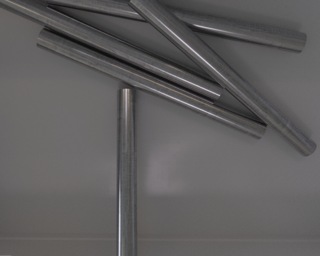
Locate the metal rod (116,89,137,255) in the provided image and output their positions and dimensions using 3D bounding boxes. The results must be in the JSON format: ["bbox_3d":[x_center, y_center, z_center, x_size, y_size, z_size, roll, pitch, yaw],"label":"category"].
[{"bbox_3d":[-0.040,0.101,0.376,0.025,0.025,0.298,-1,82,0],"label":"metal rod"}]

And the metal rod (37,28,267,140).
[{"bbox_3d":[-0.003,-0.052,0.391,0.302,0.025,0.025,22,109,-8],"label":"metal rod"}]

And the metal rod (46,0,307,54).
[{"bbox_3d":[0.022,-0.128,0.363,0.302,0.025,0.025,10,110,-4],"label":"metal rod"}]

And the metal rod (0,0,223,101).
[{"bbox_3d":[-0.063,-0.102,0.372,0.302,0.025,0.025,22,109,-8],"label":"metal rod"}]

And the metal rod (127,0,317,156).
[{"bbox_3d":[0.088,-0.056,0.375,0.301,0.025,0.025,36,106,-19],"label":"metal rod"}]
